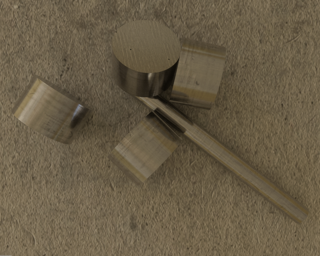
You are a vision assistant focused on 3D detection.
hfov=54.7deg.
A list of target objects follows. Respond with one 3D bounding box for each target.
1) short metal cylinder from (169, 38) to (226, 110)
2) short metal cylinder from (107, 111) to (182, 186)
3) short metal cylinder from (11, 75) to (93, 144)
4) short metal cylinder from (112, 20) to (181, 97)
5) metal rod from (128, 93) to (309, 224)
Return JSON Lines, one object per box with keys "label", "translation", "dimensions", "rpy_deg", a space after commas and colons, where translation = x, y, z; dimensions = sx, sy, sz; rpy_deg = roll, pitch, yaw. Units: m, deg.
{"label": "short metal cylinder", "translation": [0.045, -0.066, 0.383], "dimensions": [0.050, 0.080, 0.080], "rpy_deg": [13, 90, 0]}
{"label": "short metal cylinder", "translation": [-0.018, 0.025, 0.382], "dimensions": [0.050, 0.080, 0.080], "rpy_deg": [44, 90, 0]}
{"label": "short metal cylinder", "translation": [-0.131, -0.022, 0.381], "dimensions": [0.080, 0.080, 0.050], "rpy_deg": [33, 90, 0]}
{"label": "short metal cylinder", "translation": [-0.018, -0.085, 0.381], "dimensions": [0.081, 0.050, 0.080], "rpy_deg": [4, 62, -7]}
{"label": "metal rod", "translation": [0.069, 0.024, 0.410], "dimensions": [0.300, 0.025, 0.025], "rpy_deg": [38, 90, 0]}
